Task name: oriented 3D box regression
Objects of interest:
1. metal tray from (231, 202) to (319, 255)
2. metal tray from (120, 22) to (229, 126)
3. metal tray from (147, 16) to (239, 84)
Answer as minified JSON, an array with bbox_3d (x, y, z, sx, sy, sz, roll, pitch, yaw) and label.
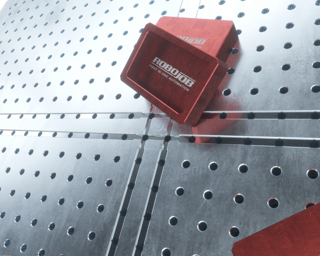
[{"bbox_3d":[0.139,0.117,0.260,0.130,0.030,0.090,-29,52,9],"label":"metal tray"},{"bbox_3d":[0.013,-0.073,0.412,0.130,0.030,0.090,38,107,31],"label":"metal tray"},{"bbox_3d":[0.037,-0.119,0.459,0.130,0.030,0.090,18,71,35],"label":"metal tray"}]
